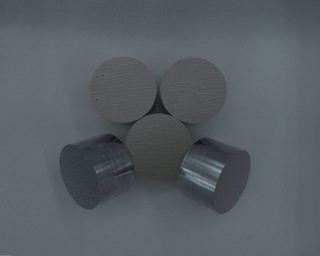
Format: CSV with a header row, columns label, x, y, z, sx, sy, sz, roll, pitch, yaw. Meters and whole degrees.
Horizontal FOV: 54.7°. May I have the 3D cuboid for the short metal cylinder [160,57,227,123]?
label,x,y,z,sx,sy,sz,roll,pitch,yaw
short metal cylinder,0.040,-0.046,0.398,0.081,0.050,0.079,0,90,-1

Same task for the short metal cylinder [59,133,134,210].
label,x,y,z,sx,sy,sz,roll,pitch,yaw
short metal cylinder,-0.077,0.051,0.376,0.050,0.080,0.080,-20,91,-45

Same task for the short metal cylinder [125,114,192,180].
label,x,y,z,sx,sy,sz,roll,pitch,yaw
short metal cylinder,-0.002,0.022,0.396,0.081,0.050,0.079,0,90,-1

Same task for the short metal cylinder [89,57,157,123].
label,x,y,z,sx,sy,sz,roll,pitch,yaw
short metal cylinder,-0.044,-0.046,0.396,0.081,0.050,0.079,0,90,-1

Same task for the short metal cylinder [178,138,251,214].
label,x,y,z,sx,sy,sz,roll,pitch,yaw
short metal cylinder,0.067,0.057,0.377,0.050,0.080,0.080,21,90,39
